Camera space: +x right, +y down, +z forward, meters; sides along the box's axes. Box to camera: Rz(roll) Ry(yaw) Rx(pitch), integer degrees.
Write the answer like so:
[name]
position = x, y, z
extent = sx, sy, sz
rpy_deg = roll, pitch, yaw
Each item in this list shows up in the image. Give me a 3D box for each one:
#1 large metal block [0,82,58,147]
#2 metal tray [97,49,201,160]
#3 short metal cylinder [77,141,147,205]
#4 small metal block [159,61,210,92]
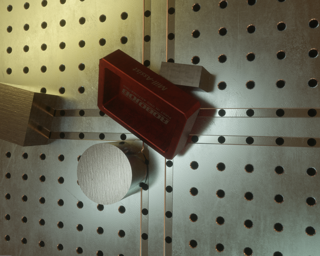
[large metal block]
position = -0.214, -0.022, 0.475
extent = 0.080, 0.050, 0.080
rpy_deg = 15, 95, 19
[metal tray]
position = -0.020, -0.028, 0.389
extent = 0.130, 0.030, 0.089
rpy_deg = 35, 142, 16
[short metal cylinder]
position = -0.064, 0.059, 0.422
extent = 0.080, 0.050, 0.079
rpy_deg = 0, 90, 20
[small metal block]
position = 0.032, -0.063, 0.388
extent = 0.050, 0.050, 0.025
rpy_deg = 10, 93, 19
